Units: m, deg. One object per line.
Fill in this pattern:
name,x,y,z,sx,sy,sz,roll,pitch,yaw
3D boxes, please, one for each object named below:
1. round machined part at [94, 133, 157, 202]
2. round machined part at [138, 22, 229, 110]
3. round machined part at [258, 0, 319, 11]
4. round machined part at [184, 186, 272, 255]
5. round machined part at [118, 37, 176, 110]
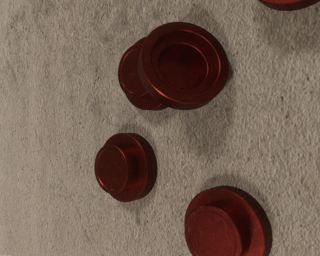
round machined part,-0.055,0.056,0.437,0.098,0.042,0.097,0,90,39
round machined part,0.023,-0.066,0.349,0.042,0.099,0.098,128,128,-69
round machined part,0.129,-0.158,0.287,0.098,0.042,0.097,0,90,39
round machined part,0.066,0.115,0.338,0.098,0.042,0.097,0,90,39
round machined part,-0.017,-0.072,0.406,0.098,0.042,0.097,0,90,39
